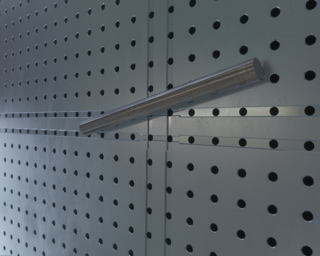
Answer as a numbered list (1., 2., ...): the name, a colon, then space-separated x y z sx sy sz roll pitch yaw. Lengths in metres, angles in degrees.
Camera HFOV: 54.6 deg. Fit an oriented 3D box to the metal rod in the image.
1. metal rod: -0.009 -0.031 0.418 0.299 0.025 0.025 -15 80 39
